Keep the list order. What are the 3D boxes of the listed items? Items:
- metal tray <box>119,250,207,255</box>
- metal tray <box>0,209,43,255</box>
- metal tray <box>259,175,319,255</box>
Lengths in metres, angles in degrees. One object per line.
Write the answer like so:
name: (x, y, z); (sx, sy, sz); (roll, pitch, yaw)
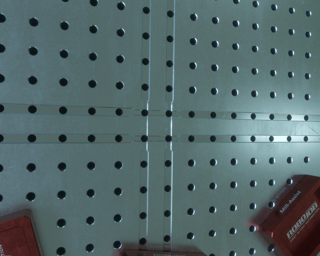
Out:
metal tray: (0.006, 0.215, 0.411); (0.131, 0.030, 0.090); (11, 86, -20)
metal tray: (-0.176, 0.168, 0.345); (0.091, 0.030, 0.129); (-15, 95, -19)
metal tray: (0.231, 0.150, 0.494); (0.130, 0.030, 0.090); (-41, 103, -15)
